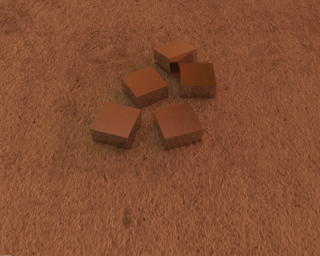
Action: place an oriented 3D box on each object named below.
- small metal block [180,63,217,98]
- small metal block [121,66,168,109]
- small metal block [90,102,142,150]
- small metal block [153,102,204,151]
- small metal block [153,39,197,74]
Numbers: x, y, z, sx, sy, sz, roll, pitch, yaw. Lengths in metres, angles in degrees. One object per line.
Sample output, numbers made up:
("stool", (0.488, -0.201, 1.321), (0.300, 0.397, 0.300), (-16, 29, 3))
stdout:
("small metal block", (0.055, -0.071, 0.463), (0.050, 0.025, 0.050), (0, 50, 0))
("small metal block", (-0.023, -0.060, 0.453), (0.050, 0.025, 0.050), (-25, 54, -19))
("small metal block", (-0.056, -0.004, 0.406), (0.050, 0.025, 0.050), (13, 51, 11))
("small metal block", (0.023, -0.003, 0.406), (0.050, 0.025, 0.050), (-13, 51, -11))
("small metal block", (0.024, -0.115, 0.493), (0.050, 0.025, 0.050), (-24, 41, -19))
